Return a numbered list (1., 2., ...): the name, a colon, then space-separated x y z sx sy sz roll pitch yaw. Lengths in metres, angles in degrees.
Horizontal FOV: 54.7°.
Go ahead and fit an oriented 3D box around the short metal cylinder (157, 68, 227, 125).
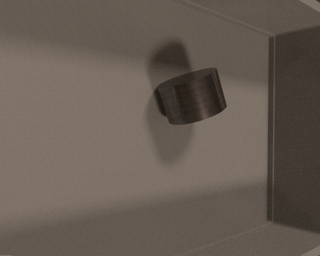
1. short metal cylinder: 0.042 -0.043 0.408 0.081 0.080 0.050 -30 109 -36
